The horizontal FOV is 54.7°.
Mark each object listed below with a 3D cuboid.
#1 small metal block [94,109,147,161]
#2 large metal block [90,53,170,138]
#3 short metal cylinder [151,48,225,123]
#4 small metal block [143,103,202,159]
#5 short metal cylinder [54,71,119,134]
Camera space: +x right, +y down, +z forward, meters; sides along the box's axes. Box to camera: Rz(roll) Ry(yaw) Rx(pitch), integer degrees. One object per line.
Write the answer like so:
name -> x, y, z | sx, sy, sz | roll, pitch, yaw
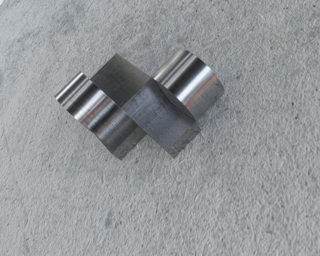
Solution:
small metal block -> -0.055, 0.009, 0.430 | 0.050, 0.025, 0.050 | -46, 51, -4
large metal block -> -0.035, -0.043, 0.415 | 0.050, 0.080, 0.080 | -46, 52, -4
short metal cylinder -> 0.033, -0.051, 0.385 | 0.050, 0.080, 0.080 | -46, 51, -4
small metal block -> 0.016, 0.003, 0.396 | 0.050, 0.025, 0.050 | -46, 51, -4
short metal cylinder -> -0.103, -0.036, 0.446 | 0.050, 0.080, 0.080 | -46, 51, -4
